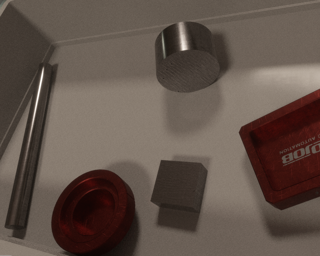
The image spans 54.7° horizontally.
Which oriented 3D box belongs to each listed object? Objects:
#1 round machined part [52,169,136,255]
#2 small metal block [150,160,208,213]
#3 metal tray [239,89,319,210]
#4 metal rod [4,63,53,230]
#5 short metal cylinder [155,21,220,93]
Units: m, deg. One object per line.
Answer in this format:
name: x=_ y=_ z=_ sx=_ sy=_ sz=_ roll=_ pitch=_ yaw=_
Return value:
round machined part: x=-0.073 y=0.102 z=0.365 sx=0.098 sy=0.042 sz=0.098 roll=-13 pitch=52 yaw=17
small metal block: x=0.023 y=0.066 z=0.353 sx=0.050 sy=0.025 sz=0.050 roll=1 pitch=62 yaw=28
metal tray: x=0.153 y=0.013 z=0.299 sx=0.130 sy=0.030 sz=0.090 roll=-29 pitch=52 yaw=22
metal rod: x=-0.208 y=0.010 z=0.505 sx=0.025 sy=0.025 sz=0.299 roll=-16 pitch=55 yaw=19
short metal cylinder: x=0.034 y=-0.091 z=0.407 sx=0.080 sy=0.080 sz=0.050 roll=-16 pitch=56 yaw=19
